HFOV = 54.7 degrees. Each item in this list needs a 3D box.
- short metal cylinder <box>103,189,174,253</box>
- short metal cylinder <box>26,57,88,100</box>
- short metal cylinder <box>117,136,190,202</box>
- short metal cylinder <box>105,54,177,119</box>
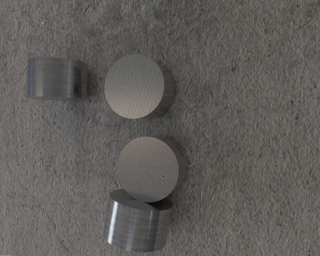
[{"bbox_3d":[-0.027,0.113,0.389,0.080,0.080,0.050,11,94,19],"label":"short metal cylinder"},{"bbox_3d":[-0.141,-0.065,0.430,0.080,0.080,0.050,2,91,20],"label":"short metal cylinder"},{"bbox_3d":[-0.007,0.050,0.398,0.080,0.050,0.080,0,90,20],"label":"short metal cylinder"},{"bbox_3d":[-0.024,-0.051,0.404,0.080,0.050,0.080,0,90,20],"label":"short metal cylinder"}]
